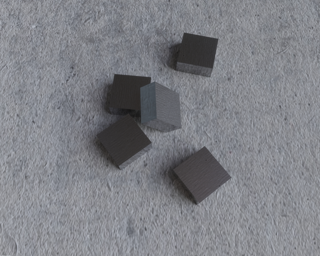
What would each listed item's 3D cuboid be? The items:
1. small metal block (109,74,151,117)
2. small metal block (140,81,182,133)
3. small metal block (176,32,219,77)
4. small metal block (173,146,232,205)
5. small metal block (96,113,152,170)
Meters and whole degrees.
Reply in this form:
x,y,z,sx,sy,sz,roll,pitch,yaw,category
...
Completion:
x,y,z,sx,sy,sz,roll,pitch,yaw,category
-0.039,-0.044,0.424,0.050,0.025,0.050,5,70,2,small metal block
0.001,-0.026,0.402,0.025,0.050,0.050,-18,65,36,small metal block
0.054,-0.105,0.447,0.050,0.025,0.050,12,70,4,small metal block
0.051,0.059,0.387,0.050,0.025,0.050,-36,74,-12,small metal block
-0.045,0.018,0.401,0.050,0.025,0.050,-35,74,-12,small metal block
